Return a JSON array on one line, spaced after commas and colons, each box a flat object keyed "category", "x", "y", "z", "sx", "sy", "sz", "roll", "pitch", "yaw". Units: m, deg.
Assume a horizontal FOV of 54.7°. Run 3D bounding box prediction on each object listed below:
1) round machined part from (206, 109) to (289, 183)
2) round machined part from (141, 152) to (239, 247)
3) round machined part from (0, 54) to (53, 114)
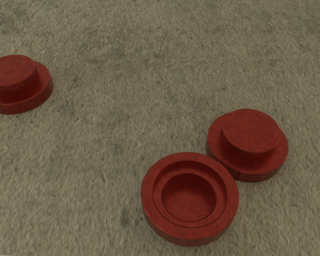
[{"category": "round machined part", "x": 0.108, "y": 0.014, "z": 0.382, "sx": 0.099, "sy": 0.042, "sz": 0.098, "roll": 0, "pitch": 50, "yaw": 0}, {"category": "round machined part", "x": 0.030, "y": 0.077, "z": 0.328, "sx": 0.099, "sy": 0.042, "sz": 0.098, "roll": 0, "pitch": 50, "yaw": 0}, {"category": "round machined part", "x": -0.210, "y": -0.069, "z": 0.448, "sx": 0.099, "sy": 0.042, "sz": 0.098, "roll": 0, "pitch": 50, "yaw": 0}]
